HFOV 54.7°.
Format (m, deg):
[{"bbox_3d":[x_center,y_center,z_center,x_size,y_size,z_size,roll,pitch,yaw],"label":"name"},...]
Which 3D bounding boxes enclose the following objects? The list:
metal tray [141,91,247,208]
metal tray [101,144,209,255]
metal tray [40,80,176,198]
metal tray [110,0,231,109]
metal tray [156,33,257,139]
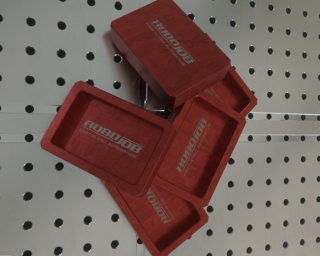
[{"bbox_3d":[0.044,0.024,0.396,0.090,0.030,0.130,30,80,-18],"label":"metal tray"},{"bbox_3d":[-0.005,0.095,0.409,0.090,0.030,0.130,-34,102,-17],"label":"metal tray"},{"bbox_3d":[-0.058,0.011,0.357,0.130,0.030,0.090,25,80,12],"label":"metal tray"},{"bbox_3d":[0.011,-0.096,0.382,0.091,0.030,0.130,-32,71,-18],"label":"metal tray"},{"bbox_3d":[0.066,-0.054,0.435,0.090,0.030,0.130,-45,105,-15],"label":"metal tray"}]
